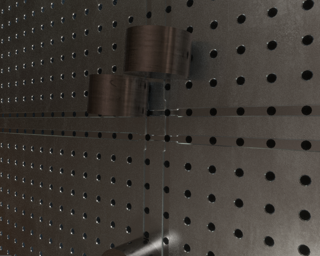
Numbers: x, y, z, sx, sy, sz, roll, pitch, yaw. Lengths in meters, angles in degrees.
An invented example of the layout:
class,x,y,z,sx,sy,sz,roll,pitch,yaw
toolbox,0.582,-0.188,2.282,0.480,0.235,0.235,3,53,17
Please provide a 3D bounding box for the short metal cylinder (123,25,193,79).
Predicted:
class,x,y,z,sx,sy,sz,roll,pitch,yaw
short metal cylinder,-0.002,-0.088,0.374,0.080,0.081,0.050,8,95,39

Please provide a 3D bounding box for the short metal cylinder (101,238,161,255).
class,x,y,z,sx,sy,sz,roll,pitch,yaw
short metal cylinder,-0.039,0.199,0.423,0.080,0.050,0.079,0,90,39

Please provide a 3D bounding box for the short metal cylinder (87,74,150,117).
class,x,y,z,sx,sy,sz,roll,pitch,yaw
short metal cylinder,-0.056,-0.042,0.417,0.080,0.081,0.050,7,95,39
